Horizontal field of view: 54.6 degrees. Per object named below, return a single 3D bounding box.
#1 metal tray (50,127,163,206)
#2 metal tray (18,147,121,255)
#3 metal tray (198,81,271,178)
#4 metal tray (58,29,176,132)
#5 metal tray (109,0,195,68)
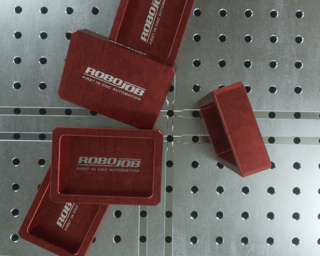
[{"bbox_3d":[-0.063,0.045,0.379,0.131,0.030,0.090,2,90,0],"label":"metal tray"},{"bbox_3d":[-0.115,0.098,0.410,0.090,0.030,0.130,26,90,0],"label":"metal tray"},{"bbox_3d":[0.080,0.001,0.361,0.030,0.130,0.090,-19,90,0],"label":"metal tray"},{"bbox_3d":[-0.055,-0.060,0.394,0.131,0.030,0.089,21,112,0],"label":"metal tray"},{"bbox_3d":[-0.007,-0.151,0.410,0.090,0.030,0.129,18,90,0],"label":"metal tray"}]
